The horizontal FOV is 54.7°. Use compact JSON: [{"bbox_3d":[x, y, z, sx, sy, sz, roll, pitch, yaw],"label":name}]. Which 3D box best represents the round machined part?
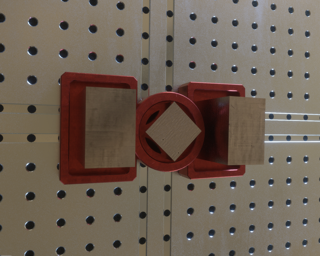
[{"bbox_3d":[0.004,0.005,0.396,0.099,0.042,0.097,0,90,-20],"label":"round machined part"}]

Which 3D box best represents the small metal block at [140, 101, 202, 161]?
[{"bbox_3d":[0.013,0.004,0.374,0.050,0.025,0.050,46,76,-14],"label":"small metal block"}]

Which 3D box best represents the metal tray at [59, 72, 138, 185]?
[{"bbox_3d":[-0.076,0.001,0.381,0.091,0.030,0.129,1,90,-20],"label":"metal tray"}]

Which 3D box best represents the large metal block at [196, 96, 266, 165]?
[{"bbox_3d":[0.089,0.003,0.402,0.050,0.080,0.080,2,90,-20],"label":"large metal block"}]

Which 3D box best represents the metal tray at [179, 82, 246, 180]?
[{"bbox_3d":[0.074,0.003,0.436,0.091,0.030,0.129,0,90,-20],"label":"metal tray"}]

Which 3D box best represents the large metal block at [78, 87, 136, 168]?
[{"bbox_3d":[-0.062,-0.001,0.346,0.050,0.080,0.080,1,90,-20],"label":"large metal block"}]
